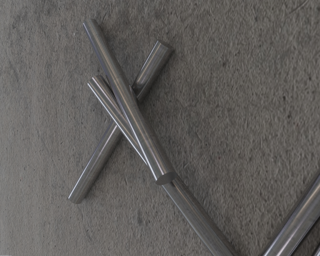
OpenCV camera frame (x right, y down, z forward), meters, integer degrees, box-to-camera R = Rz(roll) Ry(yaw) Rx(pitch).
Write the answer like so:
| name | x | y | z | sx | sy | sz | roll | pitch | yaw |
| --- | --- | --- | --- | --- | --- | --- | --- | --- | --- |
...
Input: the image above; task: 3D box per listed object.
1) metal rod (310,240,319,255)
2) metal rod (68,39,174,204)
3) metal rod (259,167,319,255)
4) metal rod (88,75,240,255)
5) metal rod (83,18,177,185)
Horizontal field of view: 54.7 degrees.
| name | x | y | z | sx | sy | sz | roll | pitch | yaw |
| --- | --- | --- | --- | --- | --- | --- | --- | --- | --- |
| metal rod | 0.140 | 0.148 | 0.289 | 0.025 | 0.025 | 0.298 | 32 | 110 | 35 |
| metal rod | -0.067 | 0.005 | 0.460 | 0.025 | 0.025 | 0.298 | 48 | 118 | 29 |
| metal rod | 0.134 | 0.087 | 0.293 | 0.025 | 0.025 | 0.298 | 38 | 113 | 33 |
| metal rod | -0.004 | 0.045 | 0.387 | 0.300 | 0.025 | 0.025 | 52 | 120 | 20 |
| metal rod | -0.052 | -0.055 | 0.415 | 0.025 | 0.025 | 0.299 | -50 | 51 | 28 |
